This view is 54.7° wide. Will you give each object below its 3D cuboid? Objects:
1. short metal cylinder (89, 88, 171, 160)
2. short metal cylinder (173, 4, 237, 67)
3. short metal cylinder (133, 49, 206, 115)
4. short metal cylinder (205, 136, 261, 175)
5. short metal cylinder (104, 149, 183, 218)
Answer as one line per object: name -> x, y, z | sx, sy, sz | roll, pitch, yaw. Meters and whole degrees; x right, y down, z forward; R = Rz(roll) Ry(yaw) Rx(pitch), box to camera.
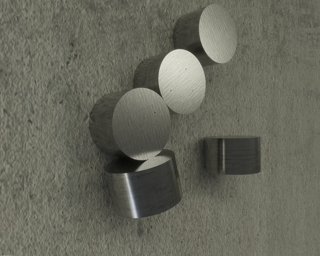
short metal cylinder -> -0.034, -0.005, 0.360 | 0.081, 0.050, 0.080 | 0, 90, -40
short metal cylinder -> 0.065, -0.129, 0.442 | 0.081, 0.050, 0.080 | 0, 90, -40
short metal cylinder -> 0.013, -0.057, 0.399 | 0.081, 0.050, 0.080 | 0, 90, -40
short metal cylinder -> 0.107, 0.038, 0.459 | 0.081, 0.080, 0.050 | -2, 92, -40
short metal cylinder -> -0.018, 0.060, 0.354 | 0.081, 0.080, 0.050 | -20, 103, -38
